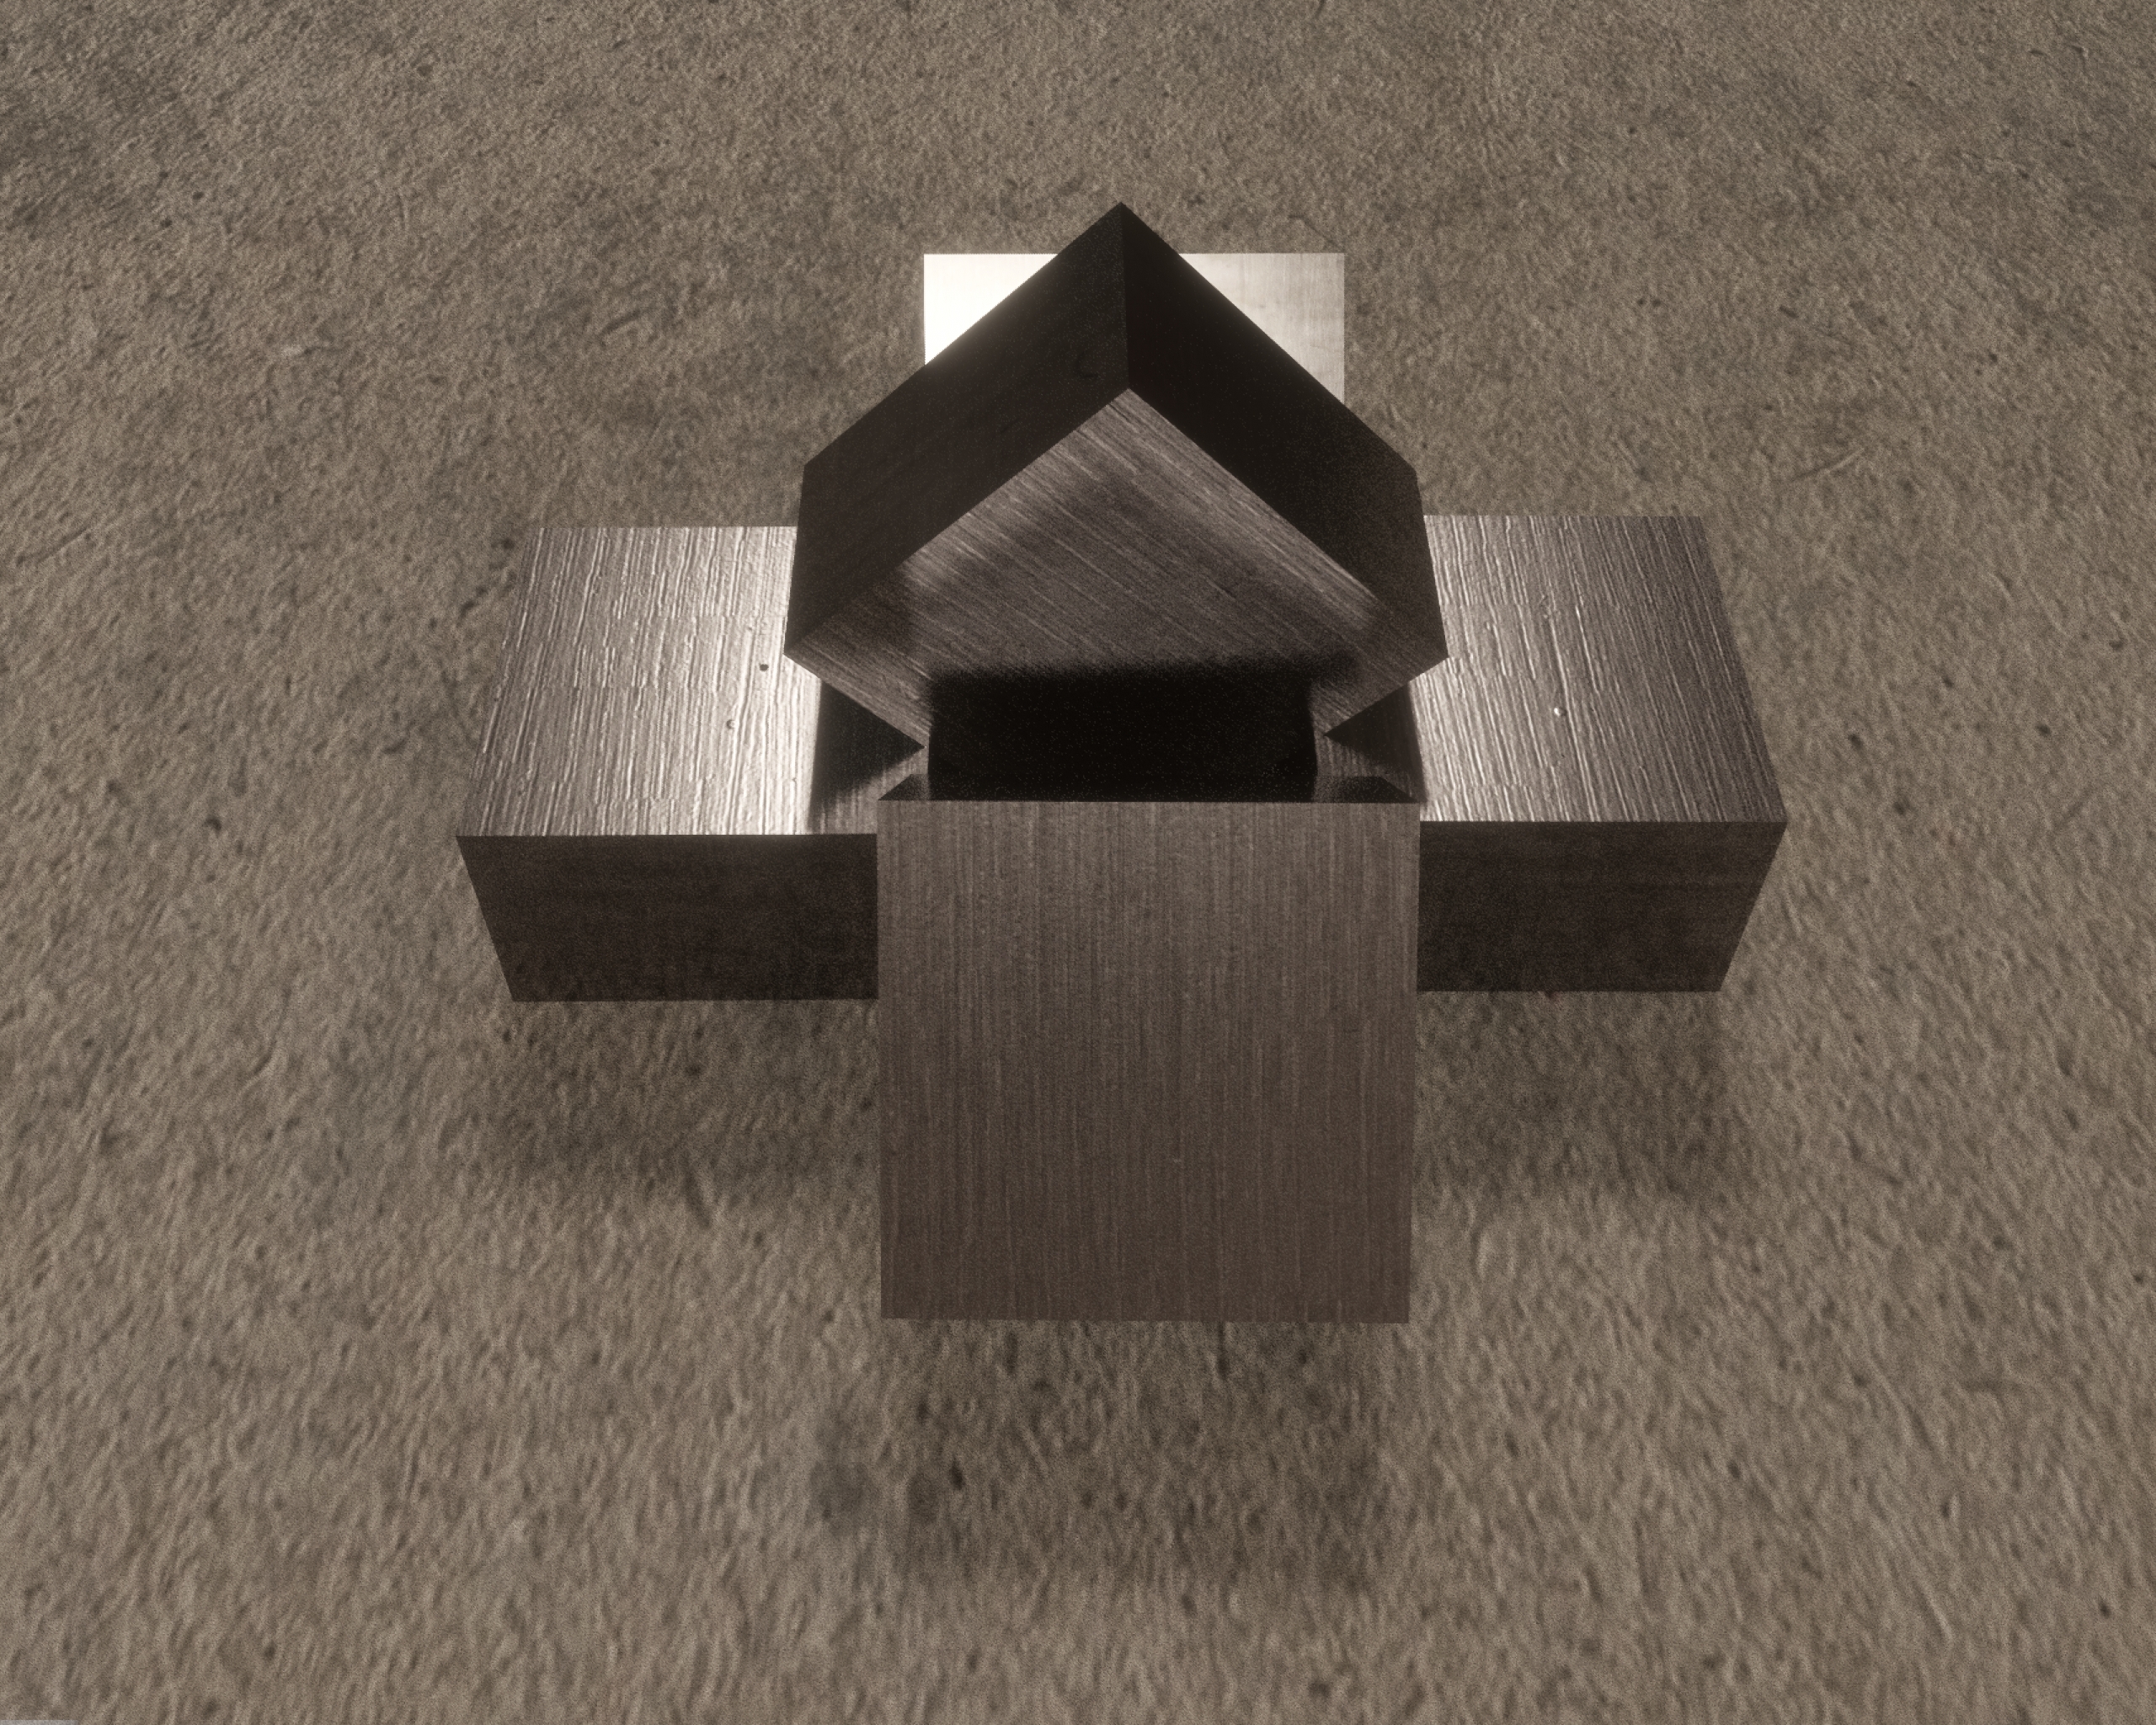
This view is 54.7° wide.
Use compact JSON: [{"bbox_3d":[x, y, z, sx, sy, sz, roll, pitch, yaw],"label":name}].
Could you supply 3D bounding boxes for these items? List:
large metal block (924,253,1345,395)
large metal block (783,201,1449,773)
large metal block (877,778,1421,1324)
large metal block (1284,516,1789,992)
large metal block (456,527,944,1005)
[{"bbox_3d":[0.011,-0.095,0.441,0.081,0.080,0.050,0,94,0],"label":"large metal block"},{"bbox_3d":[0.006,-0.054,0.372,0.080,0.080,0.050,-32,41,32],"label":"large metal block"},{"bbox_3d":[0.011,0.027,0.338,0.081,0.079,0.050,0,7,1],"label":"large metal block"},{"bbox_3d":[0.082,-0.022,0.404,0.081,0.050,0.080,0,50,0],"label":"large metal block"},{"bbox_3d":[-0.067,-0.020,0.404,0.081,0.050,0.080,0,50,-1],"label":"large metal block"}]
